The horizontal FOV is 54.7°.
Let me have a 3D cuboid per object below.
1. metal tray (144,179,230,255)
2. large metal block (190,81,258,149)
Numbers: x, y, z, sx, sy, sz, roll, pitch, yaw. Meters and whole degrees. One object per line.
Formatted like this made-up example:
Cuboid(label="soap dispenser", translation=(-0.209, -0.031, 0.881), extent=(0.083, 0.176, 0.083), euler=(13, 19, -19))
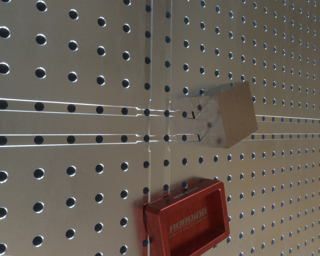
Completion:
Cuboid(label="metal tray", translation=(0.044, 0.135, 0.442), extent=(0.131, 0.030, 0.089), euler=(-14, 99, -39))
Cuboid(label="large metal block", translation=(0.100, -0.022, 0.477), extent=(0.081, 0.050, 0.080), euler=(-25, 106, -37))
